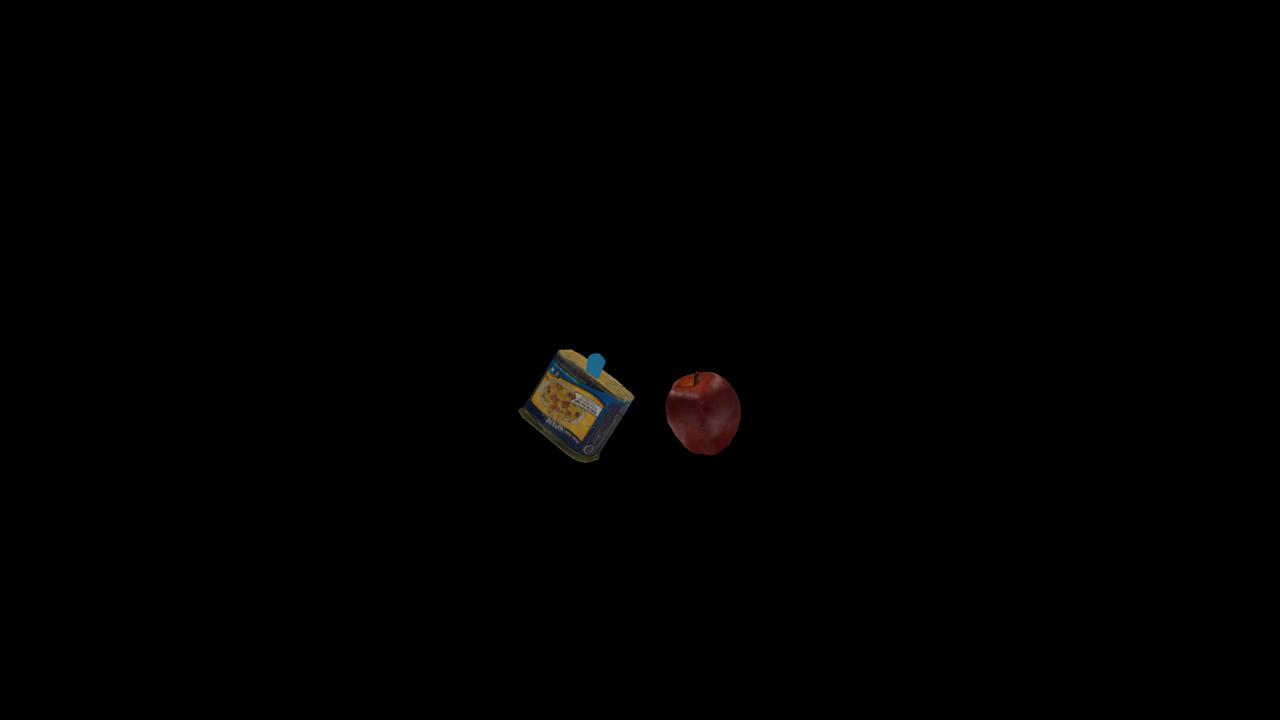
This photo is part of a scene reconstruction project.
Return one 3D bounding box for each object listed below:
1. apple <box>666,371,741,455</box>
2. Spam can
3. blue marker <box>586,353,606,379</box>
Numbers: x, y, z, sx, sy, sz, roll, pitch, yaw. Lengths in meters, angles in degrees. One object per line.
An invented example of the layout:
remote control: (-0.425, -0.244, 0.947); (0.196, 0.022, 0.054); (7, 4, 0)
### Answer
apple: (0.068, 0.056, 0.660); (0.079, 0.093, 0.079); (-13, 22, 5)
Spam can: (-0.069, 0.048, 0.678); (0.101, 0.085, 0.058); (36, 12, 18)
blue marker: (-0.059, 0.037, 0.682); (0.020, 0.020, 0.121); (0, -43, -21)
